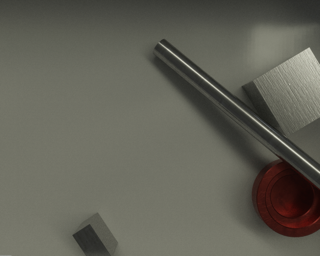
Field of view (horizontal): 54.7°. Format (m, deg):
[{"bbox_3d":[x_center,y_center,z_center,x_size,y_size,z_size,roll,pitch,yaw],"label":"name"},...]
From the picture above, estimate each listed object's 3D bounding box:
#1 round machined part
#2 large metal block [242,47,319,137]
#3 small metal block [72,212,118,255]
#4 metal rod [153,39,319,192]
[{"bbox_3d":[0.169,0.087,0.405,0.099,0.042,0.097,0,90,-1],"label":"round machined part"},{"bbox_3d":[0.168,-0.044,0.401,0.080,0.050,0.080,-31,90,0],"label":"large metal block"},{"bbox_3d":[-0.081,0.143,0.398,0.025,0.050,0.050,-33,90,0],"label":"small metal block"},{"bbox_3d":[0.110,-0.011,0.385,0.300,0.025,0.025,41,90,10],"label":"metal rod"}]
